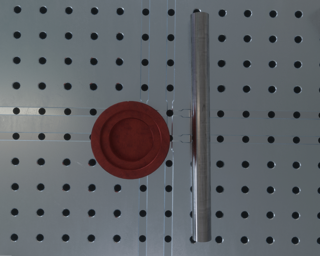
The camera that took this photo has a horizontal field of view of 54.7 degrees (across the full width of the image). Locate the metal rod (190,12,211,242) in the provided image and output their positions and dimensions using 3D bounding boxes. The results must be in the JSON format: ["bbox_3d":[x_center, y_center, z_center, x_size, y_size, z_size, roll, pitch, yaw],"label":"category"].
[{"bbox_3d":[0.054,-0.001,0.413,0.025,0.025,0.298,-1,90,0],"label":"metal rod"}]

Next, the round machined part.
[{"bbox_3d":[-0.037,0.015,0.404,0.099,0.042,0.097,0,90,0],"label":"round machined part"}]
